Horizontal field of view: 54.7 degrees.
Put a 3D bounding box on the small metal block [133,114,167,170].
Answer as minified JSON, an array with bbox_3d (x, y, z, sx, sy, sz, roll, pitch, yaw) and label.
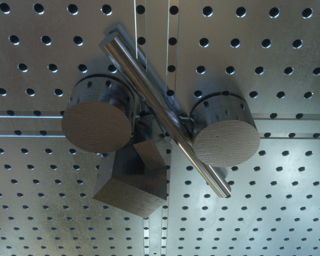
[{"bbox_3d":[-0.012,0.018,0.405,0.025,0.050,0.050,-17,128,13],"label":"small metal block"}]

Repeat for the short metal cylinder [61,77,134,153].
[{"bbox_3d":[-0.073,-0.015,0.377,0.081,0.050,0.079,0,130,0],"label":"short metal cylinder"}]

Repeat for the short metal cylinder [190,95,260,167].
[{"bbox_3d":[0.081,0.005,0.395,0.081,0.050,0.079,0,130,0],"label":"short metal cylinder"}]

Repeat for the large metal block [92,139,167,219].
[{"bbox_3d":[-0.038,0.065,0.425,0.080,0.080,0.050,28,125,-21],"label":"large metal block"}]

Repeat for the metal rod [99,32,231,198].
[{"bbox_3d":[0.024,0.003,0.410,0.025,0.025,0.300,-25,126,20],"label":"metal rod"}]
